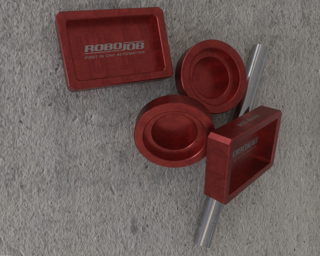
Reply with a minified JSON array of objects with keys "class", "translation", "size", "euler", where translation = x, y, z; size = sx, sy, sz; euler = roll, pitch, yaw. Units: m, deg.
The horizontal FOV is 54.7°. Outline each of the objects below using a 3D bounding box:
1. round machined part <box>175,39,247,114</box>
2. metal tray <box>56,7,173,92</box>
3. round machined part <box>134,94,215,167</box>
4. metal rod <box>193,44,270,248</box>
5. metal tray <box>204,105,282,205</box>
[{"class":"round machined part","translation":[0.065,-0.067,0.424],"size":[0.099,0.042,0.097],"euler":[0,90,-21]},{"class":"metal tray","translation":[-0.055,-0.098,0.386],"size":[0.131,0.030,0.089],"euler":[-11,94,-20]},{"class":"round machined part","translation":[0.018,0.000,0.390],"size":[0.099,0.042,0.097],"euler":[1,125,1]},{"class":"metal rod","translation":[0.105,0.021,0.447],"size":[0.025,0.025,0.299],"euler":[21,83,-19]},{"class":"metal tray","translation":[0.111,0.031,0.405],"size":[0.131,0.030,0.089],"euler":[-23,123,-41]}]
